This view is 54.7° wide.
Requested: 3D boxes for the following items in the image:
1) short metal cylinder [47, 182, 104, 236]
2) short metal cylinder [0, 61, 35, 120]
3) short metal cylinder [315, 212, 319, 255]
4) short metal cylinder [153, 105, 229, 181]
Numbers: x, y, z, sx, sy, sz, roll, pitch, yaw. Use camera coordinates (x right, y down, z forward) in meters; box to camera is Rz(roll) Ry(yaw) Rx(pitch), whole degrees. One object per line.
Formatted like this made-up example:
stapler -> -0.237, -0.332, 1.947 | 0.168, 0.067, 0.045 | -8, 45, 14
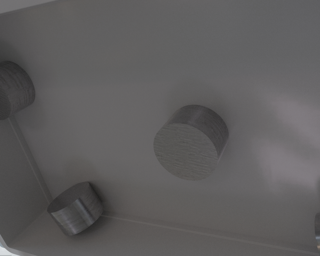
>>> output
short metal cylinder -> -0.145, 0.138, 0.535 | 0.080, 0.080, 0.050 | -17, 109, 35
short metal cylinder -> -0.246, -0.059, 0.486 | 0.080, 0.050, 0.079 | 13, 124, 21
short metal cylinder -> 0.212, 0.131, 0.342 | 0.050, 0.080, 0.080 | -21, 108, 36
short metal cylinder -> 0.039, 0.018, 0.383 | 0.080, 0.050, 0.079 | 13, 124, 21
